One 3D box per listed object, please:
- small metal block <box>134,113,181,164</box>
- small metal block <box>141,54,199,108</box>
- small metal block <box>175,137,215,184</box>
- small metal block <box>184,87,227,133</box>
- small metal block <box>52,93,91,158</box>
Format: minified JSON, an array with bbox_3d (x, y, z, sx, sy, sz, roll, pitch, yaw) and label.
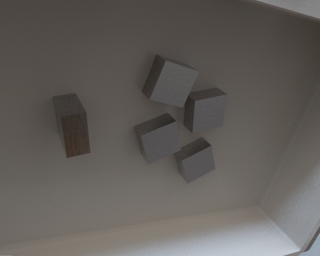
[{"bbox_3d":[-0.003,0.014,0.418,0.050,0.025,0.050,-23,127,-15],"label":"small metal block"},{"bbox_3d":[0.013,-0.057,0.382,0.050,0.025,0.050,11,113,-33],"label":"small metal block"},{"bbox_3d":[0.053,0.049,0.470,0.050,0.025,0.050,-26,128,-13],"label":"small metal block"},{"bbox_3d":[0.062,-0.025,0.429,0.050,0.025,0.050,-13,124,-22],"label":"small metal block"},{"bbox_3d":[-0.097,-0.004,0.338,0.025,0.050,0.050,-12,124,-22],"label":"small metal block"}]
